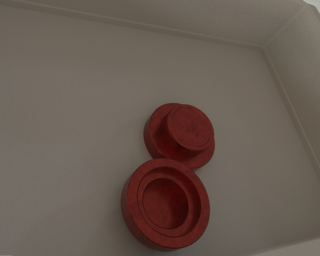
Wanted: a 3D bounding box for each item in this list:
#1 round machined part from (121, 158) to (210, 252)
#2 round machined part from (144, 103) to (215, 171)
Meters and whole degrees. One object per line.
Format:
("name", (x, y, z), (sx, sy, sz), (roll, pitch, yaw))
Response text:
("round machined part", (0.003, 0.086, 0.345), (0.099, 0.042, 0.098), (14, 56, -21))
("round machined part", (0.032, 0.008, 0.409), (0.099, 0.042, 0.098), (14, 56, -21))
